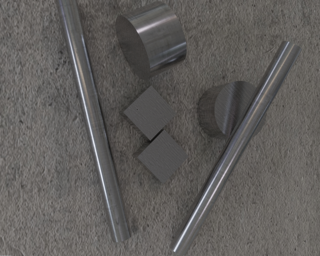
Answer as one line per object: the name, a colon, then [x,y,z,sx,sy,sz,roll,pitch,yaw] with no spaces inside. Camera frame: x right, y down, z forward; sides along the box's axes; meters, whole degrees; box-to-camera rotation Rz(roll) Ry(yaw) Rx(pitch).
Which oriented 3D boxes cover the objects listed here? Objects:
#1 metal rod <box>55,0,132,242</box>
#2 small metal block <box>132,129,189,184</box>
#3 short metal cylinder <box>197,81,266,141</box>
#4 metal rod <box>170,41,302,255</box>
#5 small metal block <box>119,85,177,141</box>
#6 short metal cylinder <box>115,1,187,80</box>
metal rod: [-0.080,-0.007,0.379,0.025,0.025,0.298,-14,95,-20]
small metal block: [0.001,0.037,0.409,0.050,0.025,0.050,-46,104,-14]
short metal cylinder: [0.099,-0.023,0.432,0.081,0.050,0.079,0,90,-20]
metal rod: [0.091,0.033,0.395,0.025,0.025,0.298,24,100,-19]
small metal block: [-0.016,-0.019,0.403,0.050,0.025,0.050,-46,105,-14]
short metal cylinder: [-0.012,-0.105,0.375,0.050,0.080,0.080,-29,100,-18]
